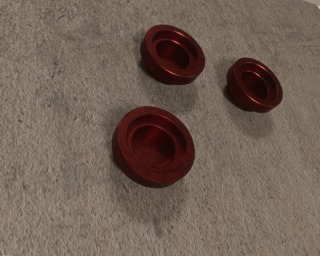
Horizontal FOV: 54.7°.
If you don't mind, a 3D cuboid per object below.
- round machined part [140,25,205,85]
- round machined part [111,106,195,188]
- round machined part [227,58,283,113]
[{"bbox_3d":[0.015,-0.104,0.466,0.099,0.042,0.098,14,56,-21],"label":"round machined part"},{"bbox_3d":[-0.011,0.026,0.373,0.099,0.042,0.098,14,56,-21],"label":"round machined part"},{"bbox_3d":[0.152,-0.066,0.518,0.099,0.042,0.098,14,56,-21],"label":"round machined part"}]
